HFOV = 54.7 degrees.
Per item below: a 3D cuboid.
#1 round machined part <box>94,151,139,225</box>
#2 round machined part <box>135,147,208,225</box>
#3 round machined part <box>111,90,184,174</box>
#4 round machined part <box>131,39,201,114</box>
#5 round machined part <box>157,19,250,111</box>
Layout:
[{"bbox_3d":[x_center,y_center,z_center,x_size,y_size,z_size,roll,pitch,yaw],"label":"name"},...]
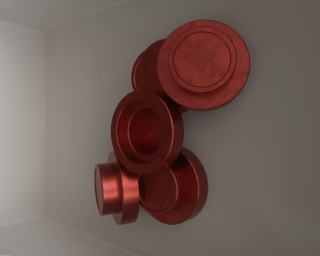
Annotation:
[{"bbox_3d":[-0.062,0.080,0.415,0.098,0.042,0.097,177,90,-69],"label":"round machined part"},{"bbox_3d":[0.007,0.072,0.386,0.098,0.042,0.097,0,90,39],"label":"round machined part"},{"bbox_3d":[-0.011,0.004,0.372,0.098,0.042,0.097,0,90,39],"label":"round machined part"},{"bbox_3d":[0.002,-0.064,0.390,0.098,0.042,0.097,0,90,39],"label":"round machined part"},{"bbox_3d":[0.045,-0.068,0.328,0.098,0.042,0.097,0,87,9],"label":"round machined part"}]
